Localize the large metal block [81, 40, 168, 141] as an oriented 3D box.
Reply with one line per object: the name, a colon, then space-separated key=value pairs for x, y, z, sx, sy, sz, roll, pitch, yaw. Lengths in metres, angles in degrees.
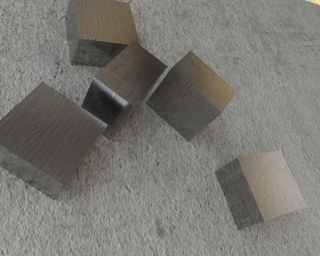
large metal block: x=-0.045 y=-0.044 z=0.370 sx=0.050 sy=0.080 sz=0.080 roll=38 pitch=51 yaw=-3

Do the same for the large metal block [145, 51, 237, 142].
large metal block: x=0.040 y=-0.040 z=0.414 sx=0.080 sy=0.080 sz=0.050 roll=42 pitch=51 yaw=0

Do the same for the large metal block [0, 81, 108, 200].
large metal block: x=-0.115 y=0.013 z=0.318 sx=0.080 sy=0.050 sz=0.080 roll=35 pitch=51 yaw=-6

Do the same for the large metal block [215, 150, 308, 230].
large metal block: x=0.132 y=0.080 z=0.410 sx=0.081 sy=0.050 sz=0.080 roll=-5 pitch=64 yaw=-31

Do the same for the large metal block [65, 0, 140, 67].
large metal block: x=-0.081 y=-0.130 z=0.424 sx=0.081 sy=0.050 sz=0.080 roll=-1 pitch=62 yaw=-29
